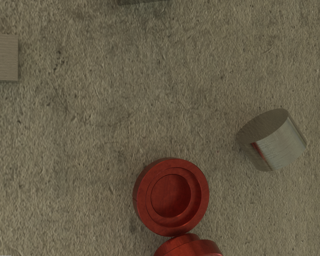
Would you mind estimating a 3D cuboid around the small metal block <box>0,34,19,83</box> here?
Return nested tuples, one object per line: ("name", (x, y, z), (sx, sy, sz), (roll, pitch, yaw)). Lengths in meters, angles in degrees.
("small metal block", (-0.183, -0.077, 0.341), (0.050, 0.025, 0.050), (0, 90, -21))

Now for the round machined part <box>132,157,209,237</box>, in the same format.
("round machined part", (0.011, 0.087, 0.405), (0.099, 0.042, 0.097), (0, 90, -21))

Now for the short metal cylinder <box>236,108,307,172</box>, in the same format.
("short metal cylinder", (0.157, 0.016, 0.439), (0.080, 0.080, 0.050), (-41, 103, -16))

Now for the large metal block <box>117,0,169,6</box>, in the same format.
("large metal block", (-0.018, -0.207, 0.389), (0.081, 0.050, 0.080), (-15, 95, -20))

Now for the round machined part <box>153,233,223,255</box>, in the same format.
("round machined part", (0.030, 0.173, 0.396), (0.099, 0.042, 0.097), (-14, 131, -17))
